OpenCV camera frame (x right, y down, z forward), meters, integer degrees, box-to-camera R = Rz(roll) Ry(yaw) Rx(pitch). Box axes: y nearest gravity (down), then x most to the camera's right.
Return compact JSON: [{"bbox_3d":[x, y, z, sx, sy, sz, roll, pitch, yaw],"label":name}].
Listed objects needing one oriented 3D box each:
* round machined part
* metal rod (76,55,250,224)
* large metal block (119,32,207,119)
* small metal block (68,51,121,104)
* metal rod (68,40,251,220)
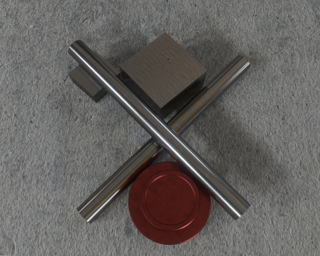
[{"bbox_3d":[0.012,0.087,0.368,0.099,0.042,0.098,0,70,-1],"label":"round machined part"},{"bbox_3d":[0.014,0.005,0.409,0.025,0.025,0.301,43,75,13],"label":"metal rod"},{"bbox_3d":[0.004,-0.069,0.422,0.080,0.050,0.080,-40,75,-14],"label":"large metal block"},{"bbox_3d":[-0.090,-0.071,0.435,0.050,0.025,0.050,41,75,13],"label":"small metal block"},{"bbox_3d":[-0.011,-0.007,0.385,0.025,0.025,0.300,-42,76,-14],"label":"metal rod"}]
